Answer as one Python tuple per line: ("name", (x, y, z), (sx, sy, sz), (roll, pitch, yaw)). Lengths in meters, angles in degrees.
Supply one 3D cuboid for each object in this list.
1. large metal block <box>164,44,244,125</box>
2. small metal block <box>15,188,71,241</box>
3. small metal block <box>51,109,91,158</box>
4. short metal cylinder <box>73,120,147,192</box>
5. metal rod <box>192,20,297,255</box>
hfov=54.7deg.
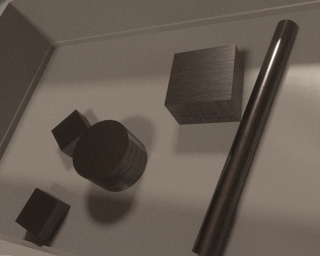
("large metal block", (0.058, -0.053, 0.391), (0.080, 0.050, 0.080), (-3, 60, 26))
("small metal block", (-0.157, 0.115, 0.415), (0.050, 0.025, 0.050), (16, 70, 34))
("small metal block", (-0.129, 0.008, 0.466), (0.050, 0.025, 0.050), (-41, 51, 0))
("short metal cylinder", (-0.064, 0.036, 0.399), (0.080, 0.050, 0.080), (-13, 56, 20))
("metal rod", (0.103, -0.002, 0.352), (0.025, 0.025, 0.300), (13, 68, 33))
